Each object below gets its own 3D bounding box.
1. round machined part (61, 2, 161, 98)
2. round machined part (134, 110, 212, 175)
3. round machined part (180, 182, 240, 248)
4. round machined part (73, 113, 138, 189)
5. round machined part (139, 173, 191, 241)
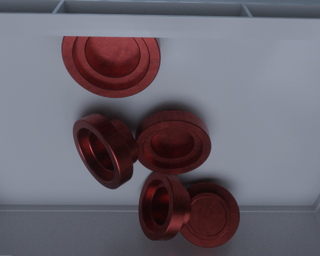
[{"bbox_3d":[-0.049,-0.083,0.326,0.099,0.042,0.097,-1,130,0],"label":"round machined part"},{"bbox_3d":[0.016,0.014,0.410,0.099,0.042,0.097,-1,130,0],"label":"round machined part"},{"bbox_3d":[0.072,0.133,0.474,0.098,0.097,0.042,-9,170,6],"label":"round machined part"},{"bbox_3d":[-0.066,0.026,0.396,0.042,0.098,0.097,-30,142,-35],"label":"round machined part"},{"bbox_3d":[0.010,0.117,0.464,0.042,0.098,0.097,13,130,-30],"label":"round machined part"}]
